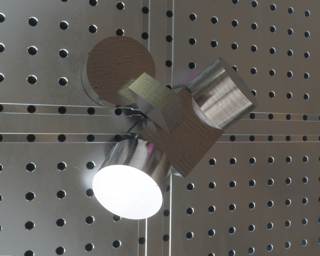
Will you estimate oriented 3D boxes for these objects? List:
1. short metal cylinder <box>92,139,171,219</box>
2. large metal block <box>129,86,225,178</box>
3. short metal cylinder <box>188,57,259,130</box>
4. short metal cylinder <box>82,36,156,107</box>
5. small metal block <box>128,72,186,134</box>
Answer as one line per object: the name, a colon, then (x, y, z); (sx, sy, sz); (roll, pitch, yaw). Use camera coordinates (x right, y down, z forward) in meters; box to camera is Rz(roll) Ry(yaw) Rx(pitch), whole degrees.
short metal cylinder: (-0.031, 0.060, 0.362); (0.080, 0.050, 0.079); (7, 122, 11)
large metal block: (0.021, 0.005, 0.401); (0.080, 0.050, 0.080); (46, 76, -14)
short metal cylinder: (0.082, -0.045, 0.402); (0.050, 0.080, 0.080); (-38, 106, 24)
short metal cylinder: (-0.052, -0.066, 0.377); (0.081, 0.050, 0.079); (0, 90, -20)
small metal block: (-0.002, -0.027, 0.342); (0.050, 0.050, 0.025); (37, 76, 28)
